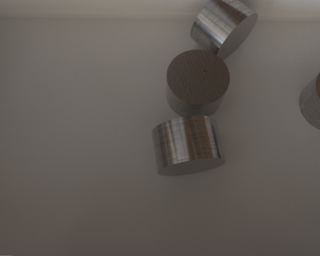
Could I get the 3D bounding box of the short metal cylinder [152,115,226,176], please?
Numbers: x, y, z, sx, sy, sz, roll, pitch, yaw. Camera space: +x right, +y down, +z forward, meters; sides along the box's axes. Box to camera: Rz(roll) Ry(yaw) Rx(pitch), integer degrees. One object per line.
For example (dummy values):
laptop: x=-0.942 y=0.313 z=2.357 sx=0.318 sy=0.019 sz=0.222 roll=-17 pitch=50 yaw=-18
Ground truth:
short metal cylinder: x=0.033 y=0.024 z=0.372 sx=0.081 sy=0.080 sz=0.050 roll=-8 pitch=71 yaw=-3

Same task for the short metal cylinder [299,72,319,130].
short metal cylinder: x=0.236 y=-0.039 z=0.412 sx=0.081 sy=0.050 sz=0.080 roll=0 pitch=70 yaw=0

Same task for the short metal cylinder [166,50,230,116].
short metal cylinder: x=0.049 y=-0.058 z=0.418 sx=0.081 sy=0.050 sz=0.080 roll=0 pitch=70 yaw=0

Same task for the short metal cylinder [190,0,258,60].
short metal cylinder: x=0.089 y=-0.141 z=0.432 sx=0.080 sy=0.080 sz=0.050 roll=-41 pitch=75 yaw=-13
